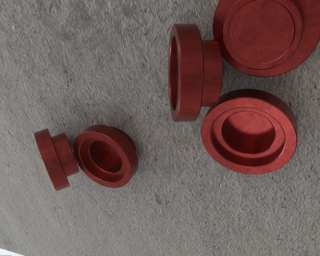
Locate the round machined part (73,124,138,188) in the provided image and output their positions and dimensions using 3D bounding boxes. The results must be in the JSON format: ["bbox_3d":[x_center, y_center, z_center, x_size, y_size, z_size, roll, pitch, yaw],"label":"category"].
[{"bbox_3d":[-0.075,0.037,0.459,0.098,0.042,0.097,13,124,21],"label":"round machined part"}]

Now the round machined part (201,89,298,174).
[{"bbox_3d":[0.098,0.001,0.341,0.098,0.042,0.097,12,126,17],"label":"round machined part"}]

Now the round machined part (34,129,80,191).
[{"bbox_3d":[-0.159,0.046,0.487,0.098,0.042,0.097,54,157,37],"label":"round machined part"}]

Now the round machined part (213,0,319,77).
[{"bbox_3d":[0.096,-0.093,0.287,0.098,0.042,0.097,13,124,21],"label":"round machined part"}]

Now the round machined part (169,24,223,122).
[{"bbox_3d":[0.035,-0.055,0.316,0.042,0.098,0.097,-1,122,-4],"label":"round machined part"}]
